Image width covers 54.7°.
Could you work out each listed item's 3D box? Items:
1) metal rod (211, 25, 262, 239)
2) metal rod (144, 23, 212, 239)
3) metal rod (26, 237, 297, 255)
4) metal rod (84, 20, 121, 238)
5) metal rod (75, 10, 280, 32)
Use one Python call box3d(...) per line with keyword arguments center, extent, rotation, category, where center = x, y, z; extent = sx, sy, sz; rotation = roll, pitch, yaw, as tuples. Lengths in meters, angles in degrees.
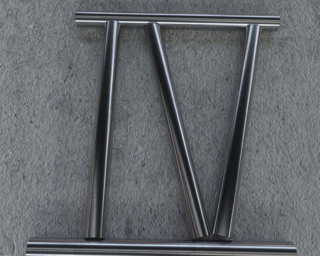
box3d(center=(0.106, -0.010, 0.413), extent=(0.025, 0.025, 0.299), rotation=(13, 70, 4), category="metal rod")
box3d(center=(0.018, -0.010, 0.412), extent=(0.025, 0.025, 0.299), rotation=(-11, 70, -4), category="metal rod")
box3d(center=(0.002, 0.141, 0.357), extent=(0.302, 0.025, 0.025), rotation=(1, 70, 0), category="metal rod")
box3d(center=(-0.073, -0.013, 0.412), extent=(0.025, 0.025, 0.299), rotation=(1, 70, 0), category="metal rod")
box3d(center=(0.026, -0.162, 0.469), extent=(0.302, 0.025, 0.025), rotation=(1, 70, 0), category="metal rod")
